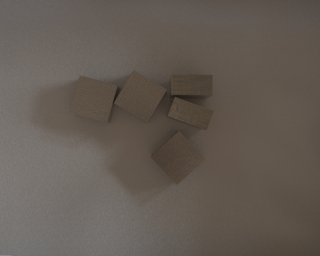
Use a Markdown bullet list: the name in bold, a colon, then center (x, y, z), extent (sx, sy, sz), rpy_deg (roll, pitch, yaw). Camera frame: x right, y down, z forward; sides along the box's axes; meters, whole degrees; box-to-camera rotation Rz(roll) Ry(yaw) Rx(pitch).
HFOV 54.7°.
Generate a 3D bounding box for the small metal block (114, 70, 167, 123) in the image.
- **small metal block**: center (-0.025, -0.041, 0.411), extent (0.050, 0.025, 0.050), rpy_deg (31, 90, -1)

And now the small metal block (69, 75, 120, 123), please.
- **small metal block**: center (-0.086, -0.037, 0.410), extent (0.050, 0.025, 0.050), rpy_deg (15, 90, -1)

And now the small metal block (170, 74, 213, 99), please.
- **small metal block**: center (0.038, -0.052, 0.399), extent (0.050, 0.050, 0.025), rpy_deg (0, 90, -1)

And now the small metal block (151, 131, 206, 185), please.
- **small metal block**: center (0.023, 0.039, 0.412), extent (0.050, 0.025, 0.050), rpy_deg (-43, 91, 0)

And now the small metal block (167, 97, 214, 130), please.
- **small metal block**: center (0.037, -0.018, 0.399), extent (0.050, 0.050, 0.025), rpy_deg (20, 90, -1)
